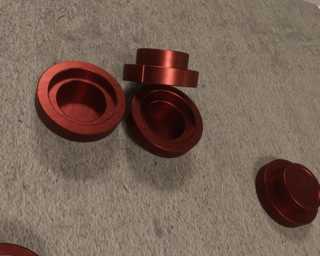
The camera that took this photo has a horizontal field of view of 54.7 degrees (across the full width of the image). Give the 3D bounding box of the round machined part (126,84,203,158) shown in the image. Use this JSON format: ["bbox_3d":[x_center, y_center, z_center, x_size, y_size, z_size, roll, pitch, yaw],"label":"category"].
[{"bbox_3d":[0.003,-0.006,0.399,0.099,0.042,0.098,14,56,-21],"label":"round machined part"}]

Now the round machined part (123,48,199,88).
[{"bbox_3d":[0.002,-0.079,0.406,0.099,0.098,0.042,1,100,-28],"label":"round machined part"}]

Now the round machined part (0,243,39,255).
[{"bbox_3d":[-0.131,0.142,0.236,0.099,0.042,0.098,14,56,-21],"label":"round machined part"}]

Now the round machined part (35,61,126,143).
[{"bbox_3d":[-0.093,-0.027,0.360,0.099,0.042,0.098,14,56,-21],"label":"round machined part"}]

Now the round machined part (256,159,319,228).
[{"bbox_3d":[0.190,0.089,0.444,0.099,0.042,0.098,14,56,-21],"label":"round machined part"}]
